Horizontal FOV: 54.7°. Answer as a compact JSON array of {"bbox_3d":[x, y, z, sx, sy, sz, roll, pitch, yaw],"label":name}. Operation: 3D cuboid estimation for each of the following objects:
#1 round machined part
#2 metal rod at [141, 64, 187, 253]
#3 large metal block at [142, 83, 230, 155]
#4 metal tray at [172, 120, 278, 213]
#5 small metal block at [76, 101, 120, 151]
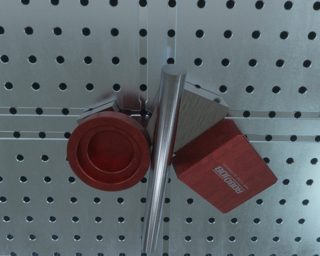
[{"bbox_3d":[-0.059,0.025,0.380,0.099,0.042,0.097,1,111,2],"label":"round machined part"},{"bbox_3d":[-0.001,0.062,0.390,0.025,0.025,0.298,6,126,-2],"label":"metal rod"},{"bbox_3d":[0.029,-0.012,0.392,0.080,0.050,0.079,22,109,-8],"label":"large metal block"},{"bbox_3d":[0.087,0.056,0.401,0.090,0.030,0.130,-36,131,13],"label":"metal tray"},{"bbox_3d":[-0.074,-0.001,0.409,0.050,0.025,0.050,-21,109,7],"label":"small metal block"}]
